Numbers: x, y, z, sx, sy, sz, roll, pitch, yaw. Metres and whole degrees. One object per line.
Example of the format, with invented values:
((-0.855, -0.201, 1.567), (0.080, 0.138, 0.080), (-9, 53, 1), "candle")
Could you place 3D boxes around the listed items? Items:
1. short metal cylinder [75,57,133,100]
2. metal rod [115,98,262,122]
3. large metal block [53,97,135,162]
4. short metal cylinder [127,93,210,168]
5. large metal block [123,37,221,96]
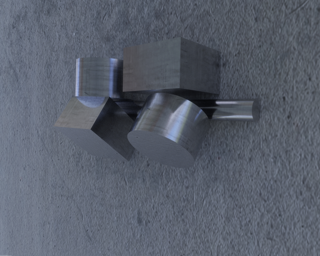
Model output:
((-0.077, -0.067, 0.434), (0.080, 0.081, 0.050), (5, 93, 40), "short metal cylinder")
((-0.014, -0.025, 0.420), (0.300, 0.025, 0.025), (3, 92, 39), "metal rod")
((-0.084, 0.001, 0.432), (0.080, 0.080, 0.050), (4, 58, 39), "large metal block")
((0.010, 0.004, 0.354), (0.080, 0.080, 0.050), (2, 57, 40), "short metal cylinder")
((0.015, -0.065, 0.358), (0.080, 0.081, 0.050), (2, 92, 40), "large metal block")
